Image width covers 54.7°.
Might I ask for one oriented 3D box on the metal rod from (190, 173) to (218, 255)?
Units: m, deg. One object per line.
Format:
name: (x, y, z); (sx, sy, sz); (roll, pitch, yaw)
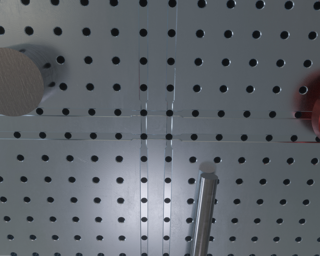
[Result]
metal rod: (0.057, 0.213, 0.474); (0.025, 0.025, 0.298); (5, 103, -2)

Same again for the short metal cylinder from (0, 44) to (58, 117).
short metal cylinder: (-0.173, -0.060, 0.376); (0.081, 0.050, 0.079); (0, 110, 0)

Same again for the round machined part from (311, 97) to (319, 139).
round machined part: (0.245, -0.020, 0.399); (0.099, 0.042, 0.097); (0, 110, 0)
